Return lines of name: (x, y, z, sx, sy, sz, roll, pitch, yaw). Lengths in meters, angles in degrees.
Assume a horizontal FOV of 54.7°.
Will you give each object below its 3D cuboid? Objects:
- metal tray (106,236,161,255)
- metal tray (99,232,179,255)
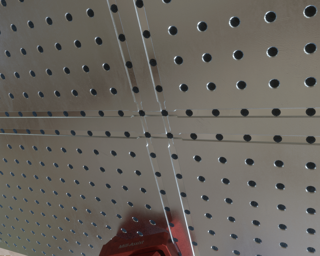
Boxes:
metal tray: (-0.039, 0.251, 0.554, 0.130, 0.030, 0.090, -4, 113, 47)
metal tray: (-0.032, 0.238, 0.546, 0.130, 0.030, 0.090, -18, 110, 16)
